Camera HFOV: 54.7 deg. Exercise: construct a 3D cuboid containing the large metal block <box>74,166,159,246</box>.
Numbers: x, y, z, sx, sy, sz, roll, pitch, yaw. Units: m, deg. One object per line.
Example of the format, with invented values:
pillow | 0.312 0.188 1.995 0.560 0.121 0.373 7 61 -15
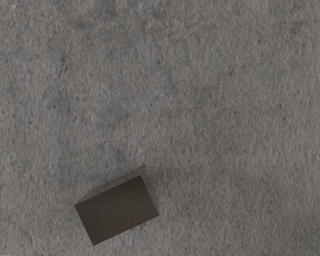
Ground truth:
large metal block | -0.048 0.091 0.382 0.080 0.080 0.050 -25 90 0
